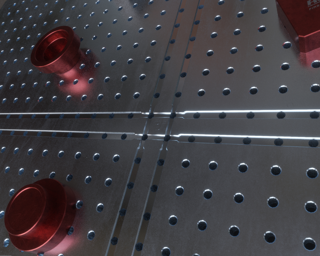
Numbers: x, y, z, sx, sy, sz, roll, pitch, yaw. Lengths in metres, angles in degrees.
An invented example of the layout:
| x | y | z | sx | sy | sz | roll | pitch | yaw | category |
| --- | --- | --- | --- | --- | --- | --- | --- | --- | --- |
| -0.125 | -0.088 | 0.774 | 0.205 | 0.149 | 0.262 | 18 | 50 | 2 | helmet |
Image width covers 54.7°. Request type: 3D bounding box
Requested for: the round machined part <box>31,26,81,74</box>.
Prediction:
| x | y | z | sx | sy | sz | roll | pitch | yaw | category |
| --- | --- | --- | --- | --- | --- | --- | --- | --- | --- |
| -0.190 | -0.141 | 0.584 | 0.098 | 0.042 | 0.098 | -13 | 56 | 21 | round machined part |

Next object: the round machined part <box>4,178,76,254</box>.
| x | y | z | sx | sy | sz | roll | pitch | yaw | category |
| --- | --- | --- | --- | --- | --- | --- | --- | --- | --- |
| -0.166 | 0.113 | 0.415 | 0.098 | 0.042 | 0.098 | -13 | 56 | 21 | round machined part |

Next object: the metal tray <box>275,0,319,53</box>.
| x | y | z | sx | sy | sz | roll | pitch | yaw | category |
| --- | --- | --- | --- | --- | --- | --- | --- | --- | --- |
| 0.223 | -0.157 | 0.384 | 0.130 | 0.030 | 0.090 | -21 | 54 | 16 | metal tray |
